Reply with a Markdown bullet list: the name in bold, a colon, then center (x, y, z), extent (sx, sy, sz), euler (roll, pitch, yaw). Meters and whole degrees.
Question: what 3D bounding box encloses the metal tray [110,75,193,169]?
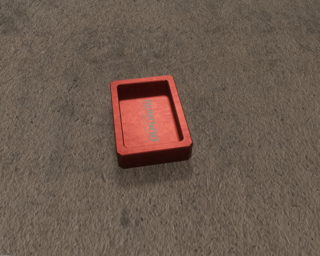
- **metal tray**: center (-0.016, -0.013, 0.410), extent (0.091, 0.030, 0.130), euler (-7, 50, -7)
